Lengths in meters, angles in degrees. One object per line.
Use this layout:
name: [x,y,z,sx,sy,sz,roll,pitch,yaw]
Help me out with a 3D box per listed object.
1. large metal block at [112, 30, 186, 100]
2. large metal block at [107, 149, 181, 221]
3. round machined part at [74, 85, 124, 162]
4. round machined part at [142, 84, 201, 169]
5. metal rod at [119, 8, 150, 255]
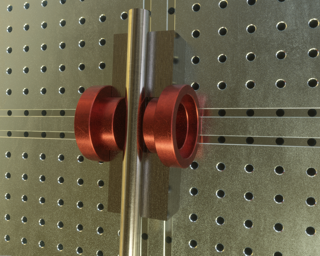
large metal block: [-0.014,-0.078,0.404,0.080,0.050,0.079,2,91,20]
large metal block: [-0.019,0.069,0.405,0.080,0.050,0.079,3,91,20]
round machined part: [-0.062,-0.006,0.395,0.042,0.098,0.097,2,91,20]
round machined part: [0.013,-0.002,0.369,0.042,0.098,0.097,2,91,25]
metal rod: [-0.031,0.011,0.370,0.025,0.025,0.298,3,91,20]
